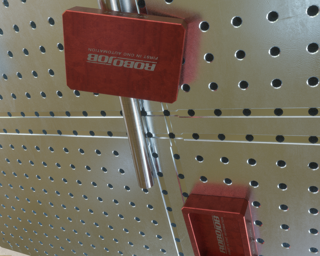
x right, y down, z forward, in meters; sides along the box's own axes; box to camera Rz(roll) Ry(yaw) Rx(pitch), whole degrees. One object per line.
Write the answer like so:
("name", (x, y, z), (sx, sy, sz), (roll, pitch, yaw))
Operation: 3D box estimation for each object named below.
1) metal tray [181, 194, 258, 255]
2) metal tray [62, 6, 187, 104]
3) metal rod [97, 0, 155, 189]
("metal tray", (0.091, 0.161, 0.459), (0.090, 0.030, 0.129), (-2, 118, 29))
("metal tray", (-0.040, -0.082, 0.351), (0.131, 0.030, 0.089), (8, 120, 4))
("metal rod", (-0.042, -0.045, 0.405), (0.025, 0.025, 0.298), (5, 121, 25))
